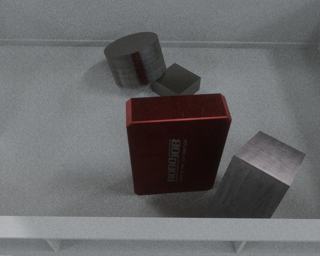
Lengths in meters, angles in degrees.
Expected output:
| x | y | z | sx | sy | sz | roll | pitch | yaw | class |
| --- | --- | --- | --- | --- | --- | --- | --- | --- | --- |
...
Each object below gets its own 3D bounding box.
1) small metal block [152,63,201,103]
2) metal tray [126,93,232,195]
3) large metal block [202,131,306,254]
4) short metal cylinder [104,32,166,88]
| x | y | z | sx | sy | sz | roll | pitch | yaw | class |
| --- | --- | --- | --- | --- | --- | --- | --- | --- | --- |
| 0.024 | -0.065 | 0.460 | 0.050 | 0.025 | 0.050 | 35 | 58 | 25 | small metal block |
| 0.015 | 0.023 | 0.318 | 0.091 | 0.129 | 0.030 | -4 | 50 | -3 | metal tray |
| 0.093 | 0.058 | 0.304 | 0.050 | 0.079 | 0.081 | 30 | 29 | 23 | large metal block |
| -0.036 | -0.102 | 0.458 | 0.080 | 0.050 | 0.080 | -12 | 35 | 9 | short metal cylinder |
